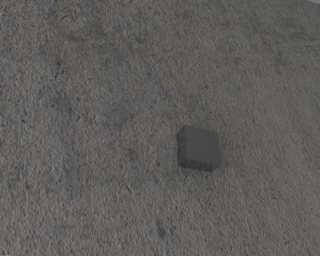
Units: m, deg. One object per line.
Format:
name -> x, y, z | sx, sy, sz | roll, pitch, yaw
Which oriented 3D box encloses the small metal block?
small metal block -> 0.051, 0.028, 0.414 | 0.050, 0.025, 0.050 | 14, 56, -21
